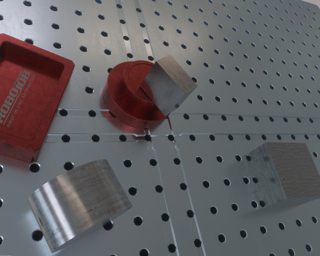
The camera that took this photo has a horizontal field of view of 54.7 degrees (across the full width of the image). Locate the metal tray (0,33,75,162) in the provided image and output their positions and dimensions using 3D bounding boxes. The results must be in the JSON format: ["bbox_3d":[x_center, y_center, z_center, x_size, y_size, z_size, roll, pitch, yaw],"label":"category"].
[{"bbox_3d":[-0.158,-0.036,0.341,0.091,0.030,0.130,21,54,-16],"label":"metal tray"}]

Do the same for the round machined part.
[{"bbox_3d":[-0.023,-0.052,0.416,0.099,0.042,0.098,14,56,-21],"label":"round machined part"}]

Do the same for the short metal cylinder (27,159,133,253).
[{"bbox_3d":[-0.073,0.072,0.290,0.081,0.080,0.050,-22,74,-36],"label":"short metal cylinder"}]

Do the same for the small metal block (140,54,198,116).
[{"bbox_3d":[0.009,-0.051,0.374,0.025,0.050,0.050,-35,82,-38],"label":"small metal block"}]

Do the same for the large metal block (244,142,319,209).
[{"bbox_3d":[0.179,0.068,0.447,0.081,0.050,0.080,3,61,-27],"label":"large metal block"}]
